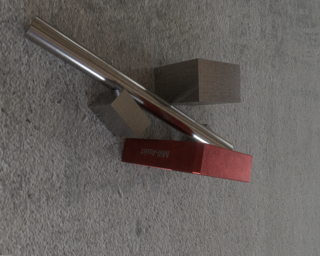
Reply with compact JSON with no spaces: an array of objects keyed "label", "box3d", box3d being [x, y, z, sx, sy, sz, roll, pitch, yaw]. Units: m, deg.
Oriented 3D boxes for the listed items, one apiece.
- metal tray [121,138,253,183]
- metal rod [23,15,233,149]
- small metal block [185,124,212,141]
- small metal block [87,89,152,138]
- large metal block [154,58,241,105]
[{"label":"metal tray","box3d":[0.028,0.036,0.363,0.091,0.130,0.030,16,80,-39]},{"label":"metal rod","box3d":[-0.015,-0.033,0.378,0.301,0.025,0.025,31,71,-31]},{"label":"small metal block","box3d":[0.063,0.029,0.462,0.050,0.025,0.050,49,61,-29]},{"label":"small metal block","box3d":[-0.046,-0.016,0.352,0.050,0.050,0.025,52,59,-28]},{"label":"large metal block","box3d":[0.049,-0.057,0.412,0.081,0.080,0.050,-3,92,-40]}]
